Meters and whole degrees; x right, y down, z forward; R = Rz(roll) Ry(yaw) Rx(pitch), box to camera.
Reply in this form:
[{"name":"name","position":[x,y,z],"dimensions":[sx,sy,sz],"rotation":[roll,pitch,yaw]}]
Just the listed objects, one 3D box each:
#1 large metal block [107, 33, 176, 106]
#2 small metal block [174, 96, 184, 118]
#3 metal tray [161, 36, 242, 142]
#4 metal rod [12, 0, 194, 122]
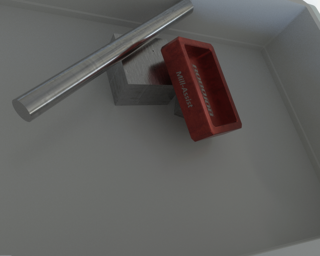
[{"name":"large metal block","position":[-0.025,-0.078,0.425],"dimensions":[0.081,0.050,0.080],"rotation":[-3,64,-30]},{"name":"small metal block","position":[0.050,-0.038,0.458],"dimensions":[0.050,0.025,0.050],"rotation":[19,54,-18]},{"name":"metal tray","position":[0.058,-0.052,0.414],"dimensions":[0.091,0.030,0.129],"rotation":[-9,78,-52]},{"name":"metal rod","position":[-0.044,-0.100,0.379],"dimensions":[0.025,0.025,0.302],"rotation":[44,52,1]}]
